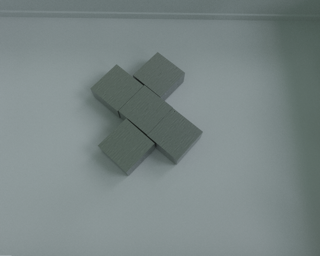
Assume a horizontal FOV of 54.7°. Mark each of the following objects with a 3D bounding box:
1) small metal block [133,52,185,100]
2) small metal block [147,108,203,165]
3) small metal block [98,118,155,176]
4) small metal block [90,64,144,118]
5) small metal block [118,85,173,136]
[{"bbox_3d":[-0.001,-0.069,0.432,0.050,0.025,0.050,40,74,13],"label":"small metal block"},{"bbox_3d":[0.019,0.011,0.403,0.050,0.025,0.050,40,75,13],"label":"small metal block"},{"bbox_3d":[-0.042,0.025,0.398,0.050,0.025,0.050,41,76,13],"label":"small metal block"},{"bbox_3d":[-0.057,-0.051,0.425,0.050,0.025,0.050,40,75,13],"label":"small metal block"},{"bbox_3d":[-0.018,-0.020,0.414,0.050,0.025,0.050,40,75,13],"label":"small metal block"}]
